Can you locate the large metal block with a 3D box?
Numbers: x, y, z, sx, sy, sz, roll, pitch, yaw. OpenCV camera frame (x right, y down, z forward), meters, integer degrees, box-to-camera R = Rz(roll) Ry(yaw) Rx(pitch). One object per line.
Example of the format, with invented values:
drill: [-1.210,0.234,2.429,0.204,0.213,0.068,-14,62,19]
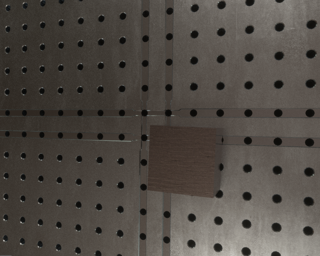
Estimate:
large metal block: [0.033,0.038,0.387,0.080,0.050,0.079,3,91,19]
